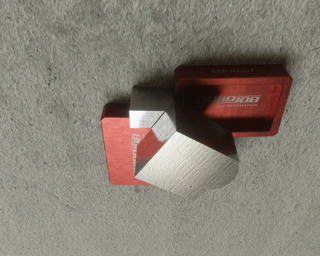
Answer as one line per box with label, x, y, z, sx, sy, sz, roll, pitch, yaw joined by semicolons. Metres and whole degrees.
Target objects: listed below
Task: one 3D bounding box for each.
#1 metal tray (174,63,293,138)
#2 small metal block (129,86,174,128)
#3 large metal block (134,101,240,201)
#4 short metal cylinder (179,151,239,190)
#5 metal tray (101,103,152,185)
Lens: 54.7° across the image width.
metal tray;0.083;-0.031;0.380;0.131;0.030;0.089;-1;130;1
small metal block;-0.009;-0.026;0.371;0.050;0.050;0.025;1;130;-1
large metal block;0.028;0.029;0.350;0.080;0.050;0.080;26;126;-21
short metal cylinder;0.063;0.041;0.427;0.080;0.050;0.079;0;130;0
metal tray;-0.028;0.026;0.429;0.091;0.030;0.129;1;130;-1
